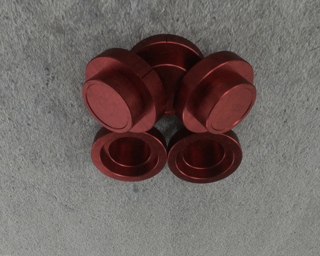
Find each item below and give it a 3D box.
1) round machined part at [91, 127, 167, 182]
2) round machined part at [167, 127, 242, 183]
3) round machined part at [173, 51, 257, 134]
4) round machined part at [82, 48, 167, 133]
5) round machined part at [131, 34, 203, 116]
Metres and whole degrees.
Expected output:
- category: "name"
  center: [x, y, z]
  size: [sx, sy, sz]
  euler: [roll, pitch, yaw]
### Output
- category: "round machined part"
  center: [-0.040, 0.025, 0.418]
  size: [0.099, 0.042, 0.097]
  euler: [-1, 130, 0]
- category: "round machined part"
  center: [0.059, 0.029, 0.423]
  size: [0.099, 0.042, 0.097]
  euler: [-1, 130, 0]
- category: "round machined part"
  center: [0.067, -0.032, 0.343]
  size: [0.099, 0.042, 0.097]
  euler: [-24, 141, -21]
- category: "round machined part"
  center: [-0.045, -0.033, 0.337]
  size: [0.098, 0.042, 0.097]
  euler: [24, 139, 23]
- category: "round machined part"
  center: [0.006, -0.052, 0.352]
  size: [0.099, 0.042, 0.097]
  euler: [-1, 130, 0]
